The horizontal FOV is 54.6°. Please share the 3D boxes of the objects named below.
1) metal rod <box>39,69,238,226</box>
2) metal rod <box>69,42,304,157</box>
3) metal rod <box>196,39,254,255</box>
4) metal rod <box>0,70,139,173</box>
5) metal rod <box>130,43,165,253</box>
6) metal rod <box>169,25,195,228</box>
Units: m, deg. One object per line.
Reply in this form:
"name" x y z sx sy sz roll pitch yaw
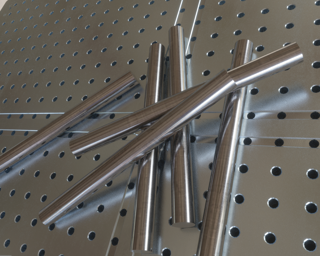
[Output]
"metal rod" -0.037 0.032 0.378 0.300 0.025 0.025 -37 50 15
"metal rod" 0.020 -0.029 0.382 0.300 0.025 0.025 -23 53 14
"metal rod" 0.077 0.021 0.355 0.025 0.025 0.300 1 62 29
"metal rod" -0.166 -0.001 0.497 0.300 0.025 0.025 -32 52 7
"metal rod" -0.012 0.005 0.412 0.025 0.025 0.300 -10 57 23
"metal rod" 0.026 -0.024 0.410 0.025 0.025 0.300 -13 56 21
